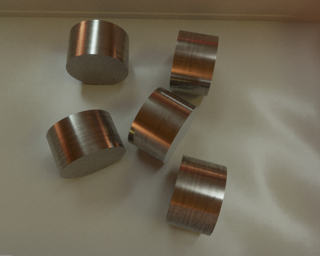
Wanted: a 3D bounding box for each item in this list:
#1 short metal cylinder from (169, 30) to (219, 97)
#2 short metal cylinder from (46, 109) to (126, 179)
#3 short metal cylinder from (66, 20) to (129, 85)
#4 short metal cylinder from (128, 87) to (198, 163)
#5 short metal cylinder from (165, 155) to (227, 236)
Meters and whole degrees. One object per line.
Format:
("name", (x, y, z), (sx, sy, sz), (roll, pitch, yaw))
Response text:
("short metal cylinder", (0.044, -0.085, 0.412), (0.050, 0.080, 0.080), (10, 70, 3))
("short metal cylinder", (-0.088, 0.020, 0.372), (0.080, 0.080, 0.050), (-23, 72, -9))
("short metal cylinder", (-0.082, -0.098, 0.415), (0.081, 0.080, 0.050), (-1, 70, -1))
("short metal cylinder", (0.004, -0.003, 0.382), (0.050, 0.080, 0.080), (31, 73, 10))
("short metal cylinder", (0.040, 0.076, 0.353), (0.050, 0.080, 0.080), (15, 71, 5))
